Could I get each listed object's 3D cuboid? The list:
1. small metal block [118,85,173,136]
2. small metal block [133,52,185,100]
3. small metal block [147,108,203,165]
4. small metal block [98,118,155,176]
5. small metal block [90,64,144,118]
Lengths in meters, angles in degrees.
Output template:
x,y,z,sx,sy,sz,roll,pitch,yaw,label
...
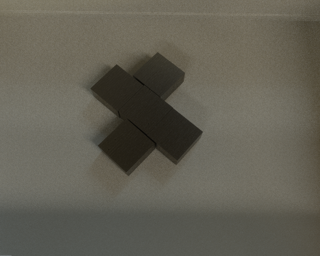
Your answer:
x,y,z,sx,sy,sz,roll,pitch,yaw,label
-0.018,-0.020,0.414,0.050,0.025,0.050,40,75,13,small metal block
-0.001,-0.069,0.432,0.050,0.025,0.050,40,74,13,small metal block
0.019,0.011,0.403,0.050,0.025,0.050,40,75,13,small metal block
-0.042,0.025,0.398,0.050,0.025,0.050,41,76,13,small metal block
-0.057,-0.051,0.425,0.050,0.025,0.050,40,75,13,small metal block
